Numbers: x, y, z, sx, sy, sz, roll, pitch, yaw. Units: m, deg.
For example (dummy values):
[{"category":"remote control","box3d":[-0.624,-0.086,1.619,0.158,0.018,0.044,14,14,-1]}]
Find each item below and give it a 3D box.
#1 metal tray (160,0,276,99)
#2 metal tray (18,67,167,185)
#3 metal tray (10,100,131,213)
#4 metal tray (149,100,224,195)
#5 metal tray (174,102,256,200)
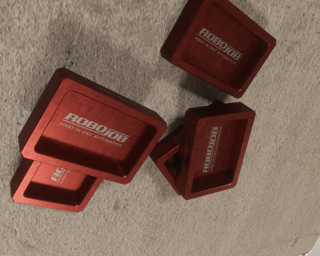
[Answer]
[{"category":"metal tray","box3d":[0.076,-0.100,0.384,0.131,0.030,0.090,20,108,-36]},{"category":"metal tray","box3d":[-0.067,0.004,0.330,0.131,0.030,0.090,24,105,-37]},{"category":"metal tray","box3d":[-0.105,0.036,0.369,0.090,0.030,0.129,24,105,-37]},{"category":"metal tray","box3d":[0.058,0.030,0.455,0.130,0.030,0.090,-36,130,-5]},{"category":"metal tray","box3d":[0.073,0.032,0.425,0.091,0.030,0.129,-9,122,-24]}]
